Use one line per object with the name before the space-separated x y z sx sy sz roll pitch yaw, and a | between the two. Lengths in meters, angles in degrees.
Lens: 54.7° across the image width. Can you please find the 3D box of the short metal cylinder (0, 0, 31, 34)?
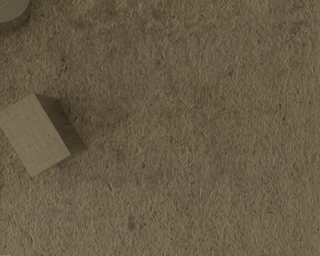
short metal cylinder | -0.203 -0.162 0.382 0.081 0.050 0.079 0 90 -22

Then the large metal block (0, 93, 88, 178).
large metal block | -0.140 0.008 0.381 0.050 0.080 0.080 -31 90 0
